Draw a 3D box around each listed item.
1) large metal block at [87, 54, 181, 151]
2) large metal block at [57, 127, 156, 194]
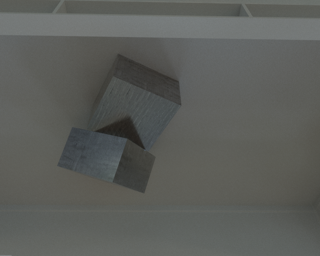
[{"bbox_3d":[-0.031,-0.028,0.369,0.080,0.050,0.080,22,127,-18],"label":"large metal block"},{"bbox_3d":[-0.063,0.042,0.388,0.080,0.050,0.080,10,165,26],"label":"large metal block"}]
